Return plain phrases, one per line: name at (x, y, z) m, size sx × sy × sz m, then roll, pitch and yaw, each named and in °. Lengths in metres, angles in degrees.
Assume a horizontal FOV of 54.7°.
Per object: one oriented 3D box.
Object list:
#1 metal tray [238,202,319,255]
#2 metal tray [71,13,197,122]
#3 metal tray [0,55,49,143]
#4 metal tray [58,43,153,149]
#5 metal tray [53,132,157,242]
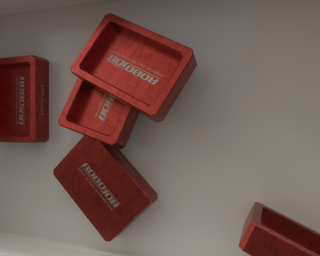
metal tray at (0.153, 0.130, 0.322) m, size 0.130 × 0.090 × 0.030 m, roll 26°, pitch 99°, yaw 17°
metal tray at (-0.033, -0.076, 0.379) m, size 0.130 × 0.030 × 0.090 m, roll 29°, pitch 85°, yaw 19°
metal tray at (-0.220, -0.043, 0.483) m, size 0.090 × 0.030 × 0.129 m, roll 0°, pitch 90°, yaw 19°
metal tray at (-0.067, -0.047, 0.413) m, size 0.090 × 0.030 × 0.130 m, roll 19°, pitch 81°, yaw 18°
metal tray at (-0.078, 0.079, 0.434) m, size 0.090 × 0.030 × 0.130 m, roll -46°, pitch 76°, yaw 14°
